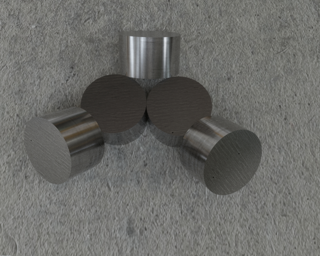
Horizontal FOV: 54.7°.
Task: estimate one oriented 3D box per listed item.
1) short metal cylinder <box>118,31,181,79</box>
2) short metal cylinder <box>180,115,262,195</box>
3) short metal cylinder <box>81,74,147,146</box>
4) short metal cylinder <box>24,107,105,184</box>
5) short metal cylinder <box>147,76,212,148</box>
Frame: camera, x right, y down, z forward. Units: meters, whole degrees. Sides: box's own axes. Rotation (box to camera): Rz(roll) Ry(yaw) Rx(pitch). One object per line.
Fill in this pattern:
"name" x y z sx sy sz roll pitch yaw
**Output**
"short metal cylinder" -0.014 -0.099 0.410 0.080 0.080 0.050 2 113 0
"short metal cylinder" 0.071 0.031 0.363 0.080 0.080 0.050 -35 32 -12
"short metal cylinder" -0.057 -0.023 0.403 0.081 0.050 0.080 0 70 0
"short metal cylinder" -0.113 0.019 0.365 0.080 0.080 0.050 45 36 14
"short metal cylinder" 0.024 -0.020 0.403 0.081 0.050 0.080 0 70 0
